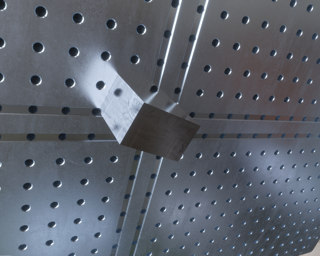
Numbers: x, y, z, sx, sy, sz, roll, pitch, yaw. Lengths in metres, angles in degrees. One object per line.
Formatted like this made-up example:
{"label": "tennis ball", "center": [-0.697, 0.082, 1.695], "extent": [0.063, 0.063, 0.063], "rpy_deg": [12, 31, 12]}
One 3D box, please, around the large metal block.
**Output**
{"label": "large metal block", "center": [-0.014, -0.012, 0.360], "extent": [0.080, 0.080, 0.050], "rpy_deg": [20, 108, -36]}
